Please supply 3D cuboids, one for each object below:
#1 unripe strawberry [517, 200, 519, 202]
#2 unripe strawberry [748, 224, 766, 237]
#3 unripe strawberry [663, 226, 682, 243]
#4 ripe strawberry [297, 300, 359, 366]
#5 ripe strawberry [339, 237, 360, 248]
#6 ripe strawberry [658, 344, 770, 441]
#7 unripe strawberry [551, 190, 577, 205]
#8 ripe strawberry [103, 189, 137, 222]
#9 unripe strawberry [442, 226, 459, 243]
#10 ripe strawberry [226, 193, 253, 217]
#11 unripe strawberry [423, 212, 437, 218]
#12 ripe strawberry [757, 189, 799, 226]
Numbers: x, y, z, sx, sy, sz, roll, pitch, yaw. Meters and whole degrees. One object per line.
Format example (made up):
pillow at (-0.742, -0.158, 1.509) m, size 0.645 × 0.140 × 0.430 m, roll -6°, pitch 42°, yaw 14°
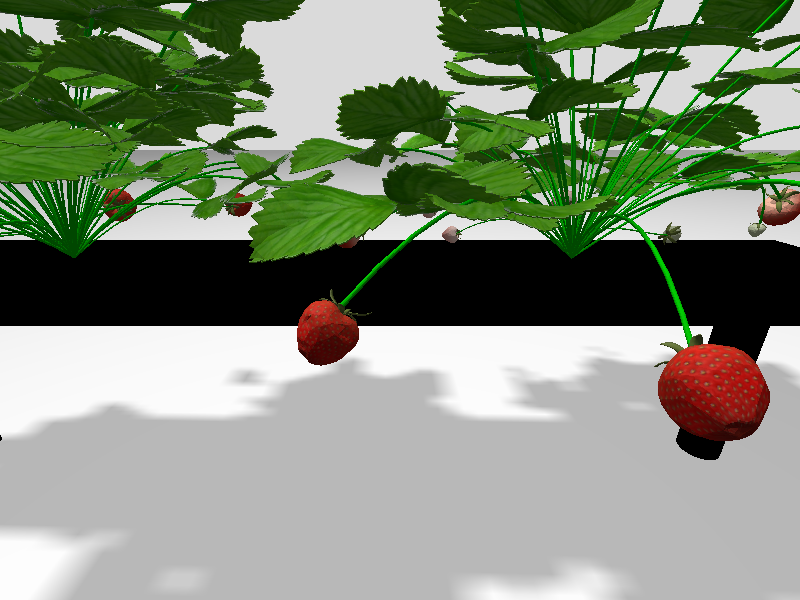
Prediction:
unripe strawberry at (0.172, -0.143, 0.593) m, size 0.009 × 0.010 × 0.010 m, roll 1°, pitch 22°, yaw 3°
unripe strawberry at (0.348, -0.068, 0.391) m, size 0.011 × 0.013 × 0.013 m, roll -4°, pitch 23°, yaw -10°
unripe strawberry at (0.279, -0.067, 0.409) m, size 0.017 × 0.018 × 0.016 m, roll -9°, pitch 24°, yaw -22°
ripe strawberry at (-0.036, 0.017, 0.190) m, size 0.027 × 0.029 × 0.030 m, roll 22°, pitch -16°, yaw 42°
ripe strawberry at (-0.053, -0.064, 0.389) m, size 0.030 × 0.026 × 0.030 m, roll -5°, pitch 21°, yaw 12°
ripe strawberry at (0.114, 0.035, 0.144) m, size 0.032 × 0.034 × 0.035 m, roll 4°, pitch 33°, yaw 10°
unripe strawberry at (0.216, -0.126, 0.527) m, size 0.033 × 0.038 × 0.036 m, roll 7°, pitch 23°, yaw 17°
ripe strawberry at (-0.358, -0.122, 0.513) m, size 0.036 × 0.041 × 0.039 m, roll -8°, pitch 23°, yaw -19°
unripe strawberry at (0.052, -0.067, 0.413) m, size 0.017 × 0.017 × 0.016 m, roll -2°, pitch 18°, yaw 32°
ripe strawberry at (-0.218, -0.130, 0.545) m, size 0.035 × 0.031 × 0.032 m, roll 8°, pitch 23°, yaw 19°
unripe strawberry at (0.038, -0.120, 0.532) m, size 0.020 × 0.023 × 0.022 m, roll -13°, pitch -10°, yaw -29°
ripe strawberry at (0.455, -0.108, 0.477) m, size 0.041 × 0.043 × 0.038 m, roll 37°, pitch 2°, yaw -32°
